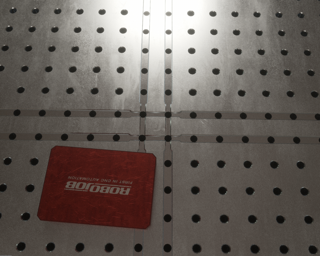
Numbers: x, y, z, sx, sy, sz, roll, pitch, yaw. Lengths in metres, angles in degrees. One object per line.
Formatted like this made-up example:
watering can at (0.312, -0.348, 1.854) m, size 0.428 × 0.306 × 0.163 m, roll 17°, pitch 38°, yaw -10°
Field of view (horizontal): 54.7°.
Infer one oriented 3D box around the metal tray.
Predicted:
metal tray at (-0.073, 0.073, 0.381) m, size 0.131 × 0.030 × 0.090 m, roll 5°, pitch 70°, yaw 1°
